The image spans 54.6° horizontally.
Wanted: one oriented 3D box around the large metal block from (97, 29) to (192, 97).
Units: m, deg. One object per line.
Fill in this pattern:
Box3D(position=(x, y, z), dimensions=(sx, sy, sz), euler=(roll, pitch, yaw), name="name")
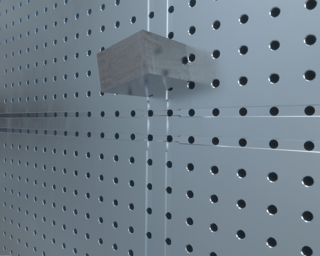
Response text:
Box3D(position=(-0.020, -0.076, 0.391), dimensions=(0.080, 0.081, 0.050), euler=(-14, 81, 39), name="large metal block")
